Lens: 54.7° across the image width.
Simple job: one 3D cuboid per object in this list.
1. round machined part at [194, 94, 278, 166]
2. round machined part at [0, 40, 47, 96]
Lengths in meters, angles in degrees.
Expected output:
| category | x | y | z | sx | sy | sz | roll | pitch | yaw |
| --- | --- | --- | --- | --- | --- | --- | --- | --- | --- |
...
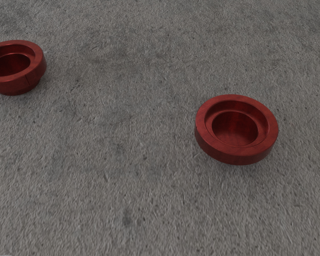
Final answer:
| category | x | y | z | sx | sy | sz | roll | pitch | yaw |
| --- | --- | --- | --- | --- | --- | --- | --- | --- | --- |
| round machined part | 0.092 | 0.006 | 0.387 | 0.099 | 0.042 | 0.098 | 0 | 50 | 0 |
| round machined part | -0.219 | -0.086 | 0.463 | 0.099 | 0.042 | 0.098 | 0 | 50 | 0 |
